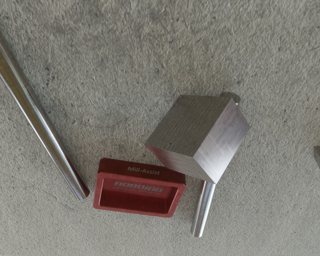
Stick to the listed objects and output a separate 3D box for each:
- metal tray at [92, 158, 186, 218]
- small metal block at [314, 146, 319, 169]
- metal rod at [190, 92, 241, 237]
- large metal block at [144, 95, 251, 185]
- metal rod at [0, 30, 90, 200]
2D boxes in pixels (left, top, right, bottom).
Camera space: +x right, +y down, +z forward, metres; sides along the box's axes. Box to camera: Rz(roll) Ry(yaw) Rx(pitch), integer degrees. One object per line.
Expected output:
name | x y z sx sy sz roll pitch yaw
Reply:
metal tray | -0.034 0.096 0.485 0.131 0.030 0.089 10 130 -9
small metal block | 0.252 0.046 0.434 0.050 0.050 0.025 -14 129 11
metal rod | 0.077 0.077 0.473 0.025 0.025 0.298 2 130 -3
large metal block | 0.043 0.009 0.358 0.080 0.080 0.050 10 148 50
metal rod | -0.154 -0.006 0.399 0.025 0.025 0.298 -9 130 7
